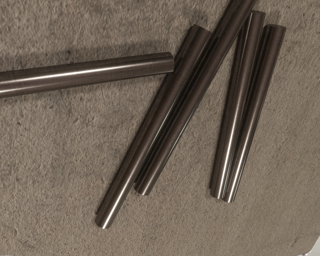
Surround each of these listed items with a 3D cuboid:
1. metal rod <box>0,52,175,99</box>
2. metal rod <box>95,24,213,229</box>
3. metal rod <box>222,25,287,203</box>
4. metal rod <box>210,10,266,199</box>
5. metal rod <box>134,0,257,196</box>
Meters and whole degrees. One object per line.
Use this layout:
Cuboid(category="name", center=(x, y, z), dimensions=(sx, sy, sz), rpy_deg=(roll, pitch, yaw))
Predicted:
Cuboid(category="metal rod", center=(-0.125, -0.047, 0.309), dimensions=(0.303, 0.025, 0.025), rpy_deg=(-13, 124, -22))
Cuboid(category="metal rod", center=(-0.016, 0.010, 0.405), dimensions=(0.025, 0.025, 0.298), rpy_deg=(16, 110, -35))
Cuboid(category="metal rod", center=(0.138, -0.005, 0.481), dimensions=(0.025, 0.025, 0.298), rpy_deg=(-7, 122, -25))
Cuboid(category="metal rod", center=(0.109, -0.016, 0.458), dimensions=(0.025, 0.025, 0.298), rpy_deg=(-10, 123, -24))
Cuboid(category="metal rod", center=(0.040, -0.037, 0.407), dimensions=(0.025, 0.025, 0.298), rpy_deg=(16, 110, -35))
